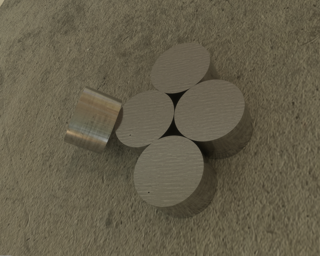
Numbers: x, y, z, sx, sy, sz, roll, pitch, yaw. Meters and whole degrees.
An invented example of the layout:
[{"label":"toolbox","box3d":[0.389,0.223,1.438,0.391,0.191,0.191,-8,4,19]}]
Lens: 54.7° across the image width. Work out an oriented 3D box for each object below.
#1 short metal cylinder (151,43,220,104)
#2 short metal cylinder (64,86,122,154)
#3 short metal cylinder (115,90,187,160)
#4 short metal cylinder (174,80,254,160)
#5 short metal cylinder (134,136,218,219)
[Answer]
[{"label":"short metal cylinder","box3d":[0.035,-0.065,0.411,0.080,0.050,0.080,-13,56,21]},{"label":"short metal cylinder","box3d":[-0.090,-0.010,0.416,0.080,0.050,0.080,-157,89,-78]},{"label":"short metal cylinder","box3d":[-0.009,-0.001,0.395,0.080,0.050,0.080,-13,56,21]},{"label":"short metal cylinder","box3d":[0.064,-0.009,0.362,0.080,0.050,0.080,-13,56,21]},{"label":"short metal cylinder","box3d":[0.018,0.055,0.346,0.080,0.050,0.080,-13,56,21]}]
